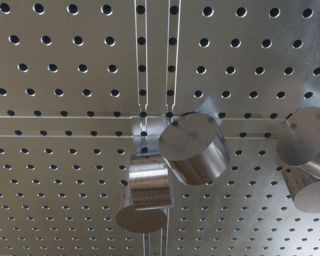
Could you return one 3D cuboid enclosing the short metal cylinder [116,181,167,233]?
[{"bbox_3d":[-0.029,0.127,0.503,0.081,0.050,0.079,0,130,0],"label":"short metal cylinder"}]

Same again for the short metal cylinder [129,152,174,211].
[{"bbox_3d":[-0.010,0.074,0.438,0.050,0.080,0.080,-6,130,5],"label":"short metal cylinder"}]

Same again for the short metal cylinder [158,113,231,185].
[{"bbox_3d":[0.044,0.026,0.398,0.080,0.080,0.050,-20,127,16],"label":"short metal cylinder"}]

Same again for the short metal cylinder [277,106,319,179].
[{"bbox_3d":[0.198,0.019,0.394,0.050,0.080,0.080,24,126,-19],"label":"short metal cylinder"}]

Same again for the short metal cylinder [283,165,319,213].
[{"bbox_3d":[0.236,0.085,0.470,0.081,0.050,0.079,0,130,0],"label":"short metal cylinder"}]
